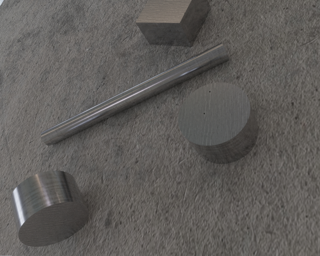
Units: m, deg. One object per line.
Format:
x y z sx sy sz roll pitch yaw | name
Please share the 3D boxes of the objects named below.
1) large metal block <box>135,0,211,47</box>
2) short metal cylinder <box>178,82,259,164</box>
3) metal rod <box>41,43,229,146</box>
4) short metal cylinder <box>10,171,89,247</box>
0.022 -0.177 0.485 0.080 0.050 0.080 14 69 33 | large metal block
0.068 -0.005 0.356 0.080 0.050 0.080 -13 56 21 | short metal cylinder
-0.045 -0.044 0.454 0.300 0.025 0.025 -24 53 13 | metal rod
-0.134 0.098 0.379 0.080 0.080 0.050 -39 51 2 | short metal cylinder
